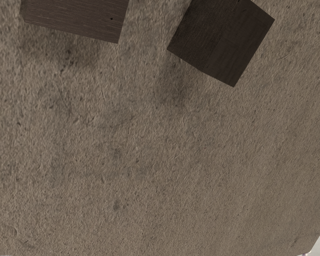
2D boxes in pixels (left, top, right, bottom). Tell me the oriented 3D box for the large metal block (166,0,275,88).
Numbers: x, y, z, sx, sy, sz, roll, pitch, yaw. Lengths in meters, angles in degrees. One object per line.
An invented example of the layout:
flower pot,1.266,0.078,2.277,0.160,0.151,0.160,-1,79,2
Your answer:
large metal block,0.063,-0.103,0.344,0.050,0.080,0.080,18,109,-36

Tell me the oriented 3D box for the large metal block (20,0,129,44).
large metal block,-0.072,-0.128,0.273,0.081,0.050,0.079,5,116,-31
